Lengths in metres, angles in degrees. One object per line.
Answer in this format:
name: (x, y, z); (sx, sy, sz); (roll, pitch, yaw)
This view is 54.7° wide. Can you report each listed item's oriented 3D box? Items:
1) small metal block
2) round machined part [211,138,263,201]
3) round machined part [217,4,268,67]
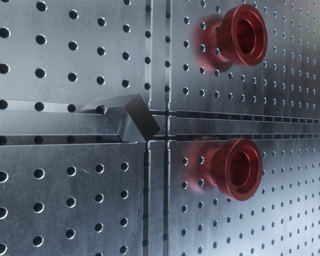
small metal block: (-0.035, -0.011, 0.364); (0.025, 0.050, 0.050); (-45, 117, -31)
round machined part: (0.120, 0.065, 0.498); (0.099, 0.042, 0.097); (0, 90, -40)
round machined part: (0.131, -0.147, 0.507); (0.099, 0.042, 0.097); (0, 90, -40)
